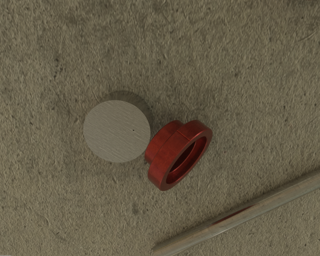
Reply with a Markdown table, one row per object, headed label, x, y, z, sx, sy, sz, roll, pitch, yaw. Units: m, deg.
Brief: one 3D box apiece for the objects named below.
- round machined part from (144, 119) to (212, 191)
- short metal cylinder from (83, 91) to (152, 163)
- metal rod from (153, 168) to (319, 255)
| label | x | y | z | sx | sy | sz | roll | pitch | yaw |
| --- | --- | --- | --- | --- | --- | --- | --- | --- | --- |
| round machined part | 0.019 | 0.029 | 0.391 | 0.042 | 0.099 | 0.097 | 39 | 109 | 23 |
| short metal cylinder | -0.051 | -0.003 | 0.393 | 0.080 | 0.050 | 0.079 | 0 | 109 | 1 |
| metal rod | 0.126 | 0.125 | 0.457 | 0.300 | 0.025 | 0.025 | -29 | 108 | 10 |
